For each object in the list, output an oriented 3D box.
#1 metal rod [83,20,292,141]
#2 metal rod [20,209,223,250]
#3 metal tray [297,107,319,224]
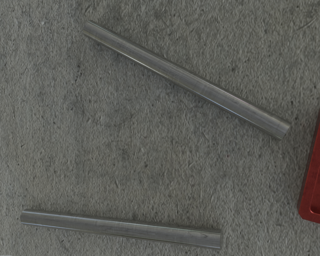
[{"bbox_3d":[0.022,-0.069,0.401,0.300,0.025,0.025,31,100,17],"label":"metal rod"},{"bbox_3d":[-0.066,0.138,0.432,0.301,0.025,0.025,0,90,19],"label":"metal rod"},{"bbox_3d":[0.209,0.044,0.332,0.090,0.030,0.129,13,94,19],"label":"metal tray"}]
